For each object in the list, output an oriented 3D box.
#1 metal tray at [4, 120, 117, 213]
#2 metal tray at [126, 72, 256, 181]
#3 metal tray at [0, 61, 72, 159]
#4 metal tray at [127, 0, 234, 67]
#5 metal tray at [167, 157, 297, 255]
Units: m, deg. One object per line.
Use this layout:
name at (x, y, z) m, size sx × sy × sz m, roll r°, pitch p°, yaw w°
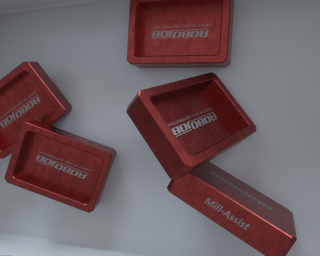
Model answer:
metal tray at (-0.138, 0.052, 0.434) m, size 0.131 × 0.030 × 0.089 m, roll 20°, pitch 97°, yaw 0°
metal tray at (0.039, -0.009, 0.340) m, size 0.090 × 0.131 × 0.030 m, roll 56°, pitch 136°, yaw 13°
metal tray at (-0.210, -0.026, 0.457) m, size 0.130 × 0.030 × 0.090 m, roll -34°, pitch 99°, yaw 10°
metal tray at (0.025, -0.125, 0.398) m, size 0.130 × 0.030 × 0.089 m, roll 4°, pitch 91°, yaw 19°
metal tray at (0.081, 0.082, 0.346) m, size 0.130 × 0.090 × 0.030 m, roll 31°, pitch 102°, yaw 17°
